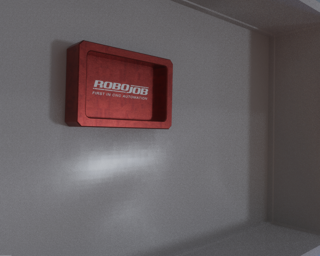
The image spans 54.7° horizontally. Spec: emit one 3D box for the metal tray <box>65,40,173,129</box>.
[{"bbox_3d":[-0.043,-0.045,0.368,0.131,0.030,0.089,2,89,-40],"label":"metal tray"}]
